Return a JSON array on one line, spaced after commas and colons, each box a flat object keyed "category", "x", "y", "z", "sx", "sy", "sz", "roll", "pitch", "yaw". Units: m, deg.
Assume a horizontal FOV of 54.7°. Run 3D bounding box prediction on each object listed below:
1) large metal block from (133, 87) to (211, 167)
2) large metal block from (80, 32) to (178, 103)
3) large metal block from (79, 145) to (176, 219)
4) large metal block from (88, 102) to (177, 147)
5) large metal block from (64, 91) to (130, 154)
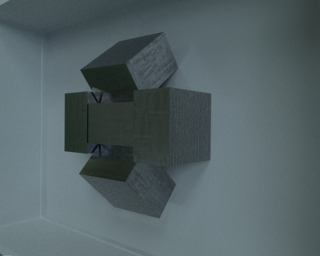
[{"category": "large metal block", "x": 0.016, "y": -0.002, "z": 0.357, "sx": 0.050, "sy": 0.081, "sz": 0.080, "roll": 1, "pitch": 91, "yaw": 40}, {"category": "large metal block", "x": -0.037, "y": -0.075, "z": 0.392, "sx": 0.080, "sy": 0.080, "sz": 0.050, "roll": 2, "pitch": 129, "yaw": 40}, {"category": "large metal block", "x": -0.040, "y": 0.065, "z": 0.393, "sx": 0.080, "sy": 0.080, "sz": 0.050, "roll": 1, "pitch": 49, "yaw": 39}, {"category": "large metal block", "x": -0.034, "y": -0.005, "z": 0.398, "sx": 0.080, "sy": 0.081, "sz": 0.050, "roll": 1, "pitch": 91, "yaw": 40}, {"category": "large metal block", "x": -0.086, "y": -0.007, "z": 0.441, "sx": 0.050, "sy": 0.081, "sz": 0.080, "roll": 1, "pitch": 91, "yaw": 40}]
